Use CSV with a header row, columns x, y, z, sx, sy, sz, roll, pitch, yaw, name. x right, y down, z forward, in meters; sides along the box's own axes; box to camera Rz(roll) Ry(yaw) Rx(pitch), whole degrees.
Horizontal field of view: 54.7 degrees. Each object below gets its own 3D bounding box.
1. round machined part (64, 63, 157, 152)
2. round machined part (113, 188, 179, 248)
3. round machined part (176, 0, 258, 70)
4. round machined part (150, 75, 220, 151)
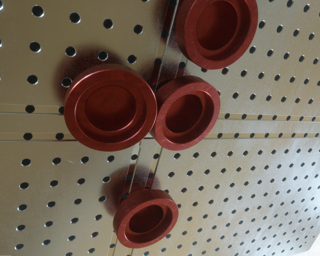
x,y,z,sx,sy,sz,roll,pitch,yaw,name
-0.056,-0.025,0.348,0.099,0.042,0.097,-7,120,-12,round machined part
-0.024,0.131,0.470,0.099,0.042,0.097,-14,125,-21,round machined part
0.061,-0.121,0.361,0.099,0.042,0.097,-14,125,-21,round machined part
0.026,-0.023,0.399,0.099,0.042,0.097,-18,128,-24,round machined part
